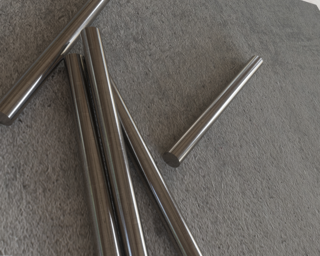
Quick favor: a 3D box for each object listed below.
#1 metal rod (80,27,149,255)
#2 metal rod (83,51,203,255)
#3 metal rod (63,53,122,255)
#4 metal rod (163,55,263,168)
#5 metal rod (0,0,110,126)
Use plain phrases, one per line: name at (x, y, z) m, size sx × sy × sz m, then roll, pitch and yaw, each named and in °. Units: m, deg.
metal rod at (-0.053, 0.016, 0.348) m, size 0.025 × 0.025 × 0.299 m, roll -4°, pitch 69°, yaw -30°
metal rod at (-0.024, 0.032, 0.372) m, size 0.025 × 0.025 × 0.299 m, roll -17°, pitch 71°, yaw -35°
metal rod at (-0.073, 0.044, 0.338) m, size 0.025 × 0.025 × 0.299 m, roll -2°, pitch 63°, yaw -30°
metal rod at (0.097, -0.042, 0.483) m, size 0.025 × 0.025 × 0.302 m, roll 44°, pitch 51°, yaw 2°
metal rod at (-0.122, -0.121, 0.412) m, size 0.025 × 0.025 × 0.300 m, roll 29°, pitch 52°, yaw -10°
